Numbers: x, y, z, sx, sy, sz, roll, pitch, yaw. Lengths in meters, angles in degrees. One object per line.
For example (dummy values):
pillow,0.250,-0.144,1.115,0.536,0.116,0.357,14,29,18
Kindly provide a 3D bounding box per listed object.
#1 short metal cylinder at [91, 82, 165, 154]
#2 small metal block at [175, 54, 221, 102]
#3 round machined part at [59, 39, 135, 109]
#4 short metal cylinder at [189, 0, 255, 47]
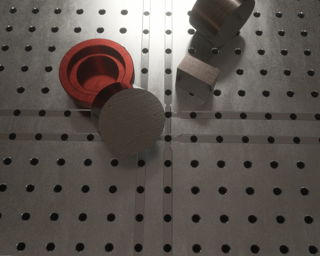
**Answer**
short metal cylinder,-0.040,-0.014,0.381,0.081,0.050,0.079,-7,108,-21
small metal block,0.050,-0.068,0.424,0.050,0.050,0.025,30,73,10
round machined part,-0.084,-0.070,0.427,0.099,0.042,0.098,0,70,-1
short metal cylinder,0.088,-0.164,0.444,0.080,0.080,0.050,-40,75,-13
